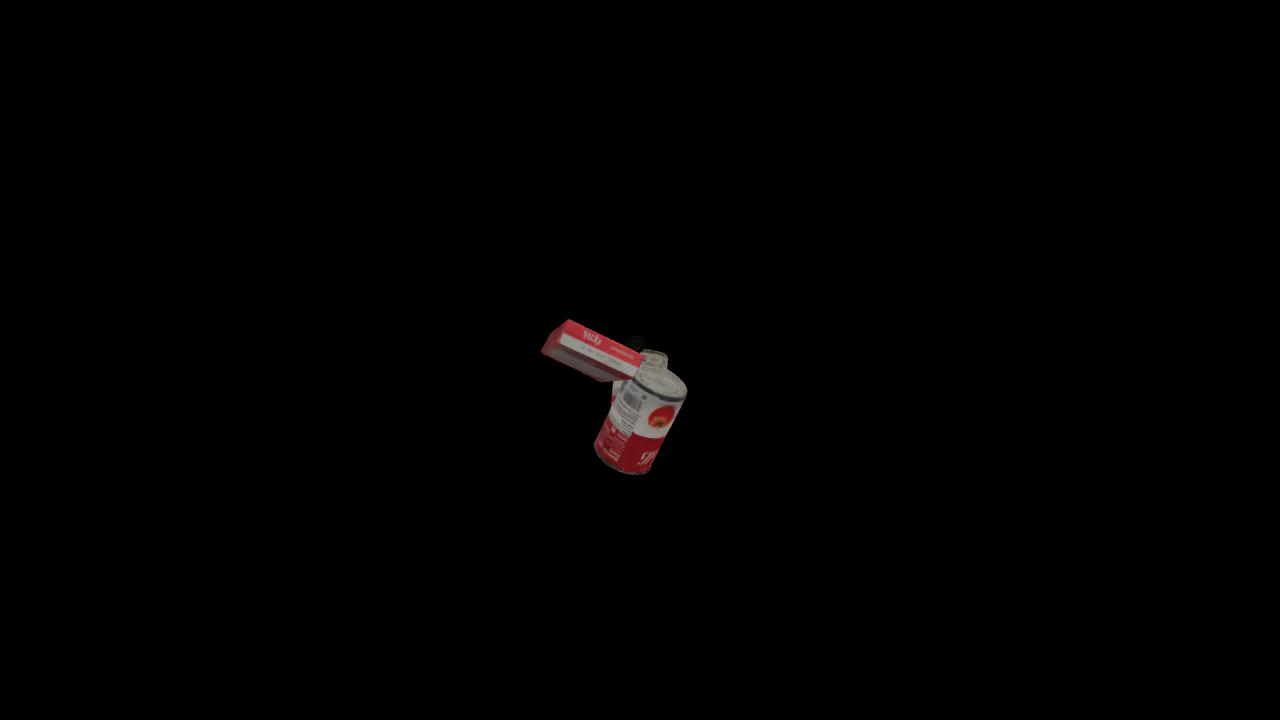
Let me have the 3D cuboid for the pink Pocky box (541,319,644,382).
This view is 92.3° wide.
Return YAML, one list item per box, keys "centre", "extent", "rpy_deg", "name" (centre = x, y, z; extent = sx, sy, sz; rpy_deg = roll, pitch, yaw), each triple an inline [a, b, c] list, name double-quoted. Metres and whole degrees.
- centre: [-0.056, -0.006, 0.657]
  extent: [0.084, 0.029, 0.155]
  rpy_deg: [26, -9, -12]
  name: "pink Pocky box"

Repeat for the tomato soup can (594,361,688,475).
- centre: [0.000, 0.060, 0.644]
  extent: [0.068, 0.101, 0.068]
  rpy_deg: [20, 23, -9]
  name: "tomato soup can"

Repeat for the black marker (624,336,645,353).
- centre: [-0.015, -0.004, 0.665]
  extent: [0.020, 0.020, 0.121]
  rpy_deg: [0, -12, -12]
  name: "black marker"

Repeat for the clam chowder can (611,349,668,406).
- centre: [-0.002, 0.042, 0.760]
  extent: [0.068, 0.102, 0.068]
  rpy_deg: [5, -10, 1]
  name: "clam chowder can"
